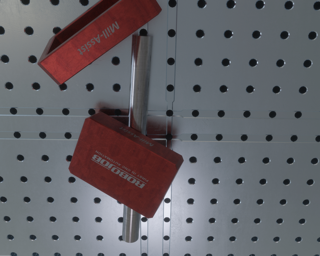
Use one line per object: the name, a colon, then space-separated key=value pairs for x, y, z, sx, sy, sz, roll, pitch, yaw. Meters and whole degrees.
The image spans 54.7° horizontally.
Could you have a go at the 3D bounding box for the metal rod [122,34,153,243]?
metal rod: x=-0.033 y=0.028 z=0.423 sx=0.025 sy=0.025 sz=0.298 roll=4 pitch=110 yaw=-2

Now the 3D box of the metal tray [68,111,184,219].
metal tray: x=-0.046 y=0.048 z=0.403 sx=0.130 sy=0.030 sz=0.089 roll=28 pitch=115 yaw=8

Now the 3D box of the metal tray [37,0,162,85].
metal tray: x=-0.066 y=-0.110 z=0.335 sx=0.130 sy=0.090 sz=0.030 roll=-33 pitch=122 yaw=11
